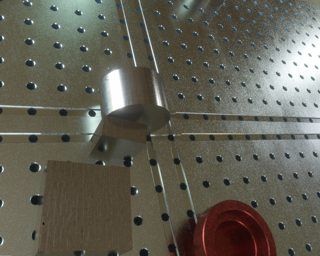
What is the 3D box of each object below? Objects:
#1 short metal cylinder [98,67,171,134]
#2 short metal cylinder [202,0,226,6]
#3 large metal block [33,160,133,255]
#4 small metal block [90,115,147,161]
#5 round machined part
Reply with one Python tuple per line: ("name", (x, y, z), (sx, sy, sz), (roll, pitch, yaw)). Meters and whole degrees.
("short metal cylinder", (-0.031, -0.029, 0.374), (0.081, 0.080, 0.050), (3, 61, -27))
("short metal cylinder", (0.112, -0.299, 0.635), (0.081, 0.050, 0.080), (14, 56, -21))
("large metal block", (-0.075, 0.081, 0.302), (0.081, 0.050, 0.080), (9, 58, -24))
("small metal block", (-0.048, 0.013, 0.358), (0.050, 0.050, 0.025), (13, 56, -21))
("round machined part", (0.081, 0.137, 0.357), (0.099, 0.042, 0.098), (14, 56, -21))
